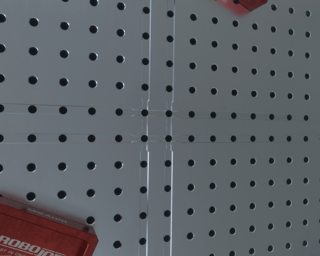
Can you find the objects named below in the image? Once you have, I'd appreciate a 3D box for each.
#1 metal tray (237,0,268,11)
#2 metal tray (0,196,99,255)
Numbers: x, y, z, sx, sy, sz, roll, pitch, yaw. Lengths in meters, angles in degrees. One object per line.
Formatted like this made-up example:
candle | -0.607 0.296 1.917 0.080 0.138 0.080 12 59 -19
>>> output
metal tray | 0.111 -0.246 0.450 0.131 0.030 0.090 27 81 -18
metal tray | -0.149 0.143 0.355 0.131 0.030 0.090 26 81 -18
